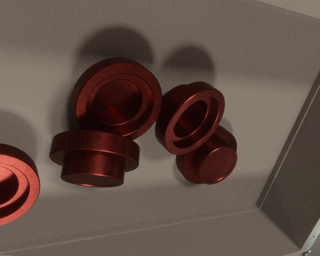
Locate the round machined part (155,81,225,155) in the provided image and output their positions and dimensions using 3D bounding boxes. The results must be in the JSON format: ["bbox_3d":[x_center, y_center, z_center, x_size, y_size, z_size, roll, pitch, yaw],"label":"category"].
[{"bbox_3d":[0.033,-0.017,0.397,0.099,0.042,0.097,-27,139,-25],"label":"round machined part"}]

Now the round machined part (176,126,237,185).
[{"bbox_3d":[0.077,0.047,0.471,0.099,0.042,0.097,-14,125,-21],"label":"round machined part"}]

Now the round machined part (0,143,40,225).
[{"bbox_3d":[-0.184,0.057,0.333,0.099,0.042,0.097,-14,125,-21],"label":"round machined part"}]

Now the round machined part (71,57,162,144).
[{"bbox_3d":[-0.051,-0.033,0.351,0.099,0.042,0.097,-14,124,-21],"label":"round machined part"}]

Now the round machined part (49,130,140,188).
[{"bbox_3d":[-0.073,0.040,0.348,0.099,0.042,0.098,2,158,1],"label":"round machined part"}]
